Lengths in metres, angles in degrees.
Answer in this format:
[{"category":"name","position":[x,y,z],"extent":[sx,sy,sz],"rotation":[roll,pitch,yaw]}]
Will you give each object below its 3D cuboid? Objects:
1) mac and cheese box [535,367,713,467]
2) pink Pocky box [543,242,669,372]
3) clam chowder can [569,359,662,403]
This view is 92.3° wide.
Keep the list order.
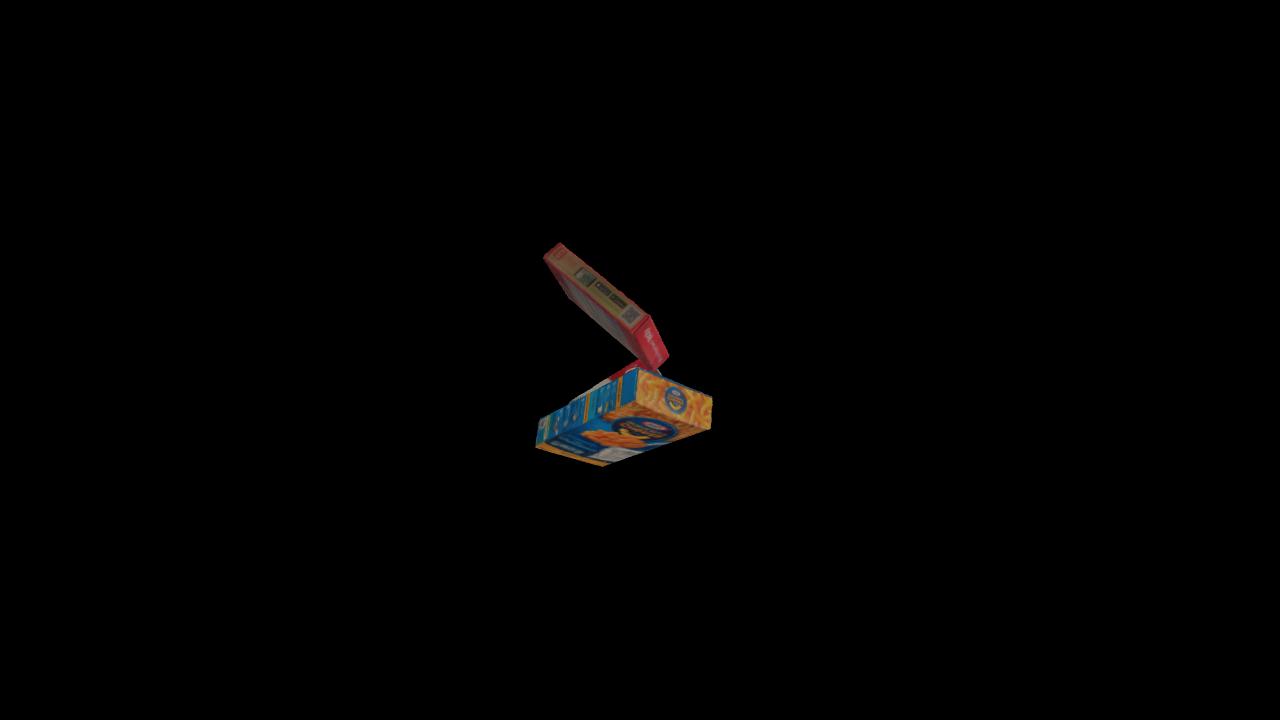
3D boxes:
[{"category":"mac and cheese box","position":[-0.022,0.065,0.631],"extent":[0.093,0.041,0.184],"rotation":[24,-32,-30]},{"category":"pink Pocky box","position":[-0.036,-0.057,0.657],"extent":[0.155,0.029,0.084],"rotation":[41,-10,31]},{"category":"clam chowder can","position":[-0.021,0.049,0.699],"extent":[0.102,0.068,0.068],"rotation":[-31,6,-10]}]
